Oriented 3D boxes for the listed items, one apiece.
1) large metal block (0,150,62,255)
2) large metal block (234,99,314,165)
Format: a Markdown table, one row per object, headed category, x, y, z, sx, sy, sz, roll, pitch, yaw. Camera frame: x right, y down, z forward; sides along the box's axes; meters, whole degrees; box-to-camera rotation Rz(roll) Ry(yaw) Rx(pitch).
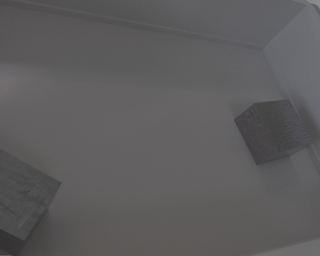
| category | x | y | z | sx | sy | sz | roll | pitch | yaw |
| --- | --- | --- | --- | --- | --- | --- | --- | --- | --- |
| large metal block | -0.138 | 0.060 | 0.259 | 0.080 | 0.080 | 0.050 | 32 | 52 | -8 |
| large metal block | 0.176 | 0.005 | 0.481 | 0.081 | 0.050 | 0.080 | -8 | 66 | -32 |
